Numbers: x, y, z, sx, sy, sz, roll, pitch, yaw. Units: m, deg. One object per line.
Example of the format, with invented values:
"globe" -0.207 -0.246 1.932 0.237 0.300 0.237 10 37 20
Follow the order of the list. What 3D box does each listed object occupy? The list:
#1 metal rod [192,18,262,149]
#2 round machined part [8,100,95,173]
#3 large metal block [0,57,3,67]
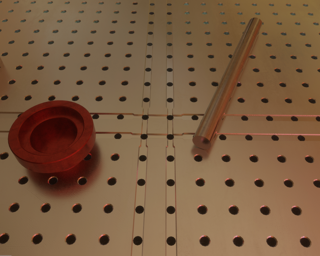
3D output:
"metal rod" 0.114 -0.086 0.480 0.025 0.025 0.301 19 52 15
"round machined part" -0.129 0.015 0.383 0.099 0.042 0.098 0 50 0
"large metal block" -0.305 -0.097 0.471 0.080 0.050 0.080 7 50 6
